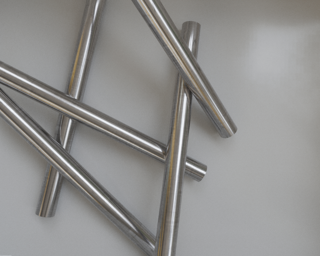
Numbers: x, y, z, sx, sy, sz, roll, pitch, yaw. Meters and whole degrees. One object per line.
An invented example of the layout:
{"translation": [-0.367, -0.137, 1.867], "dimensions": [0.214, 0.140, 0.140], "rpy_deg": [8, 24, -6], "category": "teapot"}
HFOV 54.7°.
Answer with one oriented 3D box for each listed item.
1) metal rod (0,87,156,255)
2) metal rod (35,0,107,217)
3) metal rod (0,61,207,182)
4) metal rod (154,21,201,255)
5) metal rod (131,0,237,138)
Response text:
{"translation": [-0.105, 0.058, 0.389], "dimensions": [0.025, 0.025, 0.300], "rpy_deg": [-44, 99, 0], "category": "metal rod"}
{"translation": [-0.117, -0.031, 0.410], "dimensions": [0.025, 0.025, 0.298], "rpy_deg": [14, 90, 0], "category": "metal rod"}
{"translation": [-0.076, -0.008, 0.390], "dimensions": [0.301, 0.025, 0.025], "rpy_deg": [27, 90, -8], "category": "metal rod"}
{"translation": [0.023, 0.010, 0.385], "dimensions": [0.025, 0.025, 0.299], "rpy_deg": [7, 80, 0], "category": "metal rod"}
{"translation": [0.011, -0.100, 0.344], "dimensions": [0.025, 0.025, 0.300], "rpy_deg": [-38, 118, 0], "category": "metal rod"}
